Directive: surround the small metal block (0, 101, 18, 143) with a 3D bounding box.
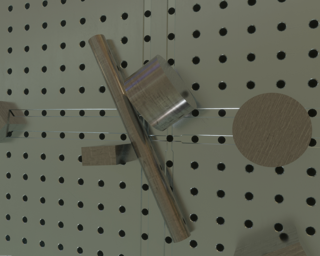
[{"bbox_3d":[-0.270,-0.010,0.508,0.050,0.025,0.050,-42,77,15],"label":"small metal block"}]

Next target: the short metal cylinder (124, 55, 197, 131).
[{"bbox_3d":[0.001,-0.043,0.383,0.050,0.080,0.080,-35,79,17],"label":"short metal cylinder"}]

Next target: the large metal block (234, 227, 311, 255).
[{"bbox_3d":[0.138,0.172,0.351,0.080,0.050,0.080,-29,81,17],"label":"large metal block"}]

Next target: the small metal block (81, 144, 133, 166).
[{"bbox_3d":[-0.071,0.036,0.424,0.050,0.050,0.025,-4,89,20],"label":"small metal block"}]

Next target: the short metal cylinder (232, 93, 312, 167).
[{"bbox_3d":[0.127,0.002,0.354,0.080,0.050,0.080,0,90,20],"label":"short metal cylinder"}]

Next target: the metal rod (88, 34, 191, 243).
[{"bbox_3d":[-0.031,0.008,0.423,0.025,0.025,0.299,-27,81,18],"label":"metal rod"}]
